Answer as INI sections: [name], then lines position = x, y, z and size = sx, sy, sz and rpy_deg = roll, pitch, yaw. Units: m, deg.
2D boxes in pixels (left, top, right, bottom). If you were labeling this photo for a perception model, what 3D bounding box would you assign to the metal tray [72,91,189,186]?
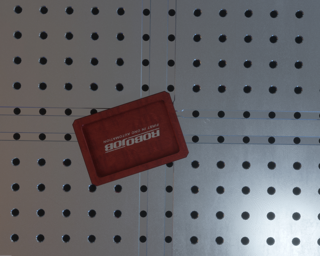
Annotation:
[metal tray]
position = -0.037, 0.013, 0.410
size = 0.131, 0.030, 0.090
rpy_deg = -18, 90, 0
